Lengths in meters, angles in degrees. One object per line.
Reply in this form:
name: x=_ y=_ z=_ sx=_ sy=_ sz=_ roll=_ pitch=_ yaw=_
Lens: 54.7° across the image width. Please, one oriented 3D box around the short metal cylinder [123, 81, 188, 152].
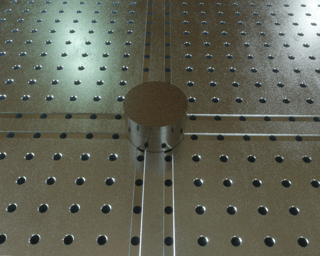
short metal cylinder: x=-0.006 y=-0.015 z=0.404 sx=0.081 sy=0.050 sz=0.080 roll=0 pitch=50 yaw=0
